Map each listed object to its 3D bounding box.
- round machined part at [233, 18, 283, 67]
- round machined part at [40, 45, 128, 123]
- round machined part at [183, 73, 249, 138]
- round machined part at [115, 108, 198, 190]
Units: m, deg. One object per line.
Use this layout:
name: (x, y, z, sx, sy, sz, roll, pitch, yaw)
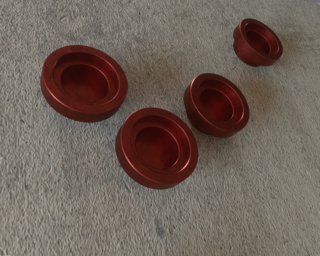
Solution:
round machined part: (0.178, -0.155, 0.583, 0.099, 0.042, 0.098, 14, 56, -21)
round machined part: (-0.092, -0.048, 0.373, 0.099, 0.042, 0.098, 14, 56, -21)
round machined part: (0.077, -0.028, 0.452, 0.099, 0.042, 0.098, 14, 56, -21)
round machined part: (-0.007, 0.027, 0.372, 0.099, 0.042, 0.098, 14, 56, -21)
